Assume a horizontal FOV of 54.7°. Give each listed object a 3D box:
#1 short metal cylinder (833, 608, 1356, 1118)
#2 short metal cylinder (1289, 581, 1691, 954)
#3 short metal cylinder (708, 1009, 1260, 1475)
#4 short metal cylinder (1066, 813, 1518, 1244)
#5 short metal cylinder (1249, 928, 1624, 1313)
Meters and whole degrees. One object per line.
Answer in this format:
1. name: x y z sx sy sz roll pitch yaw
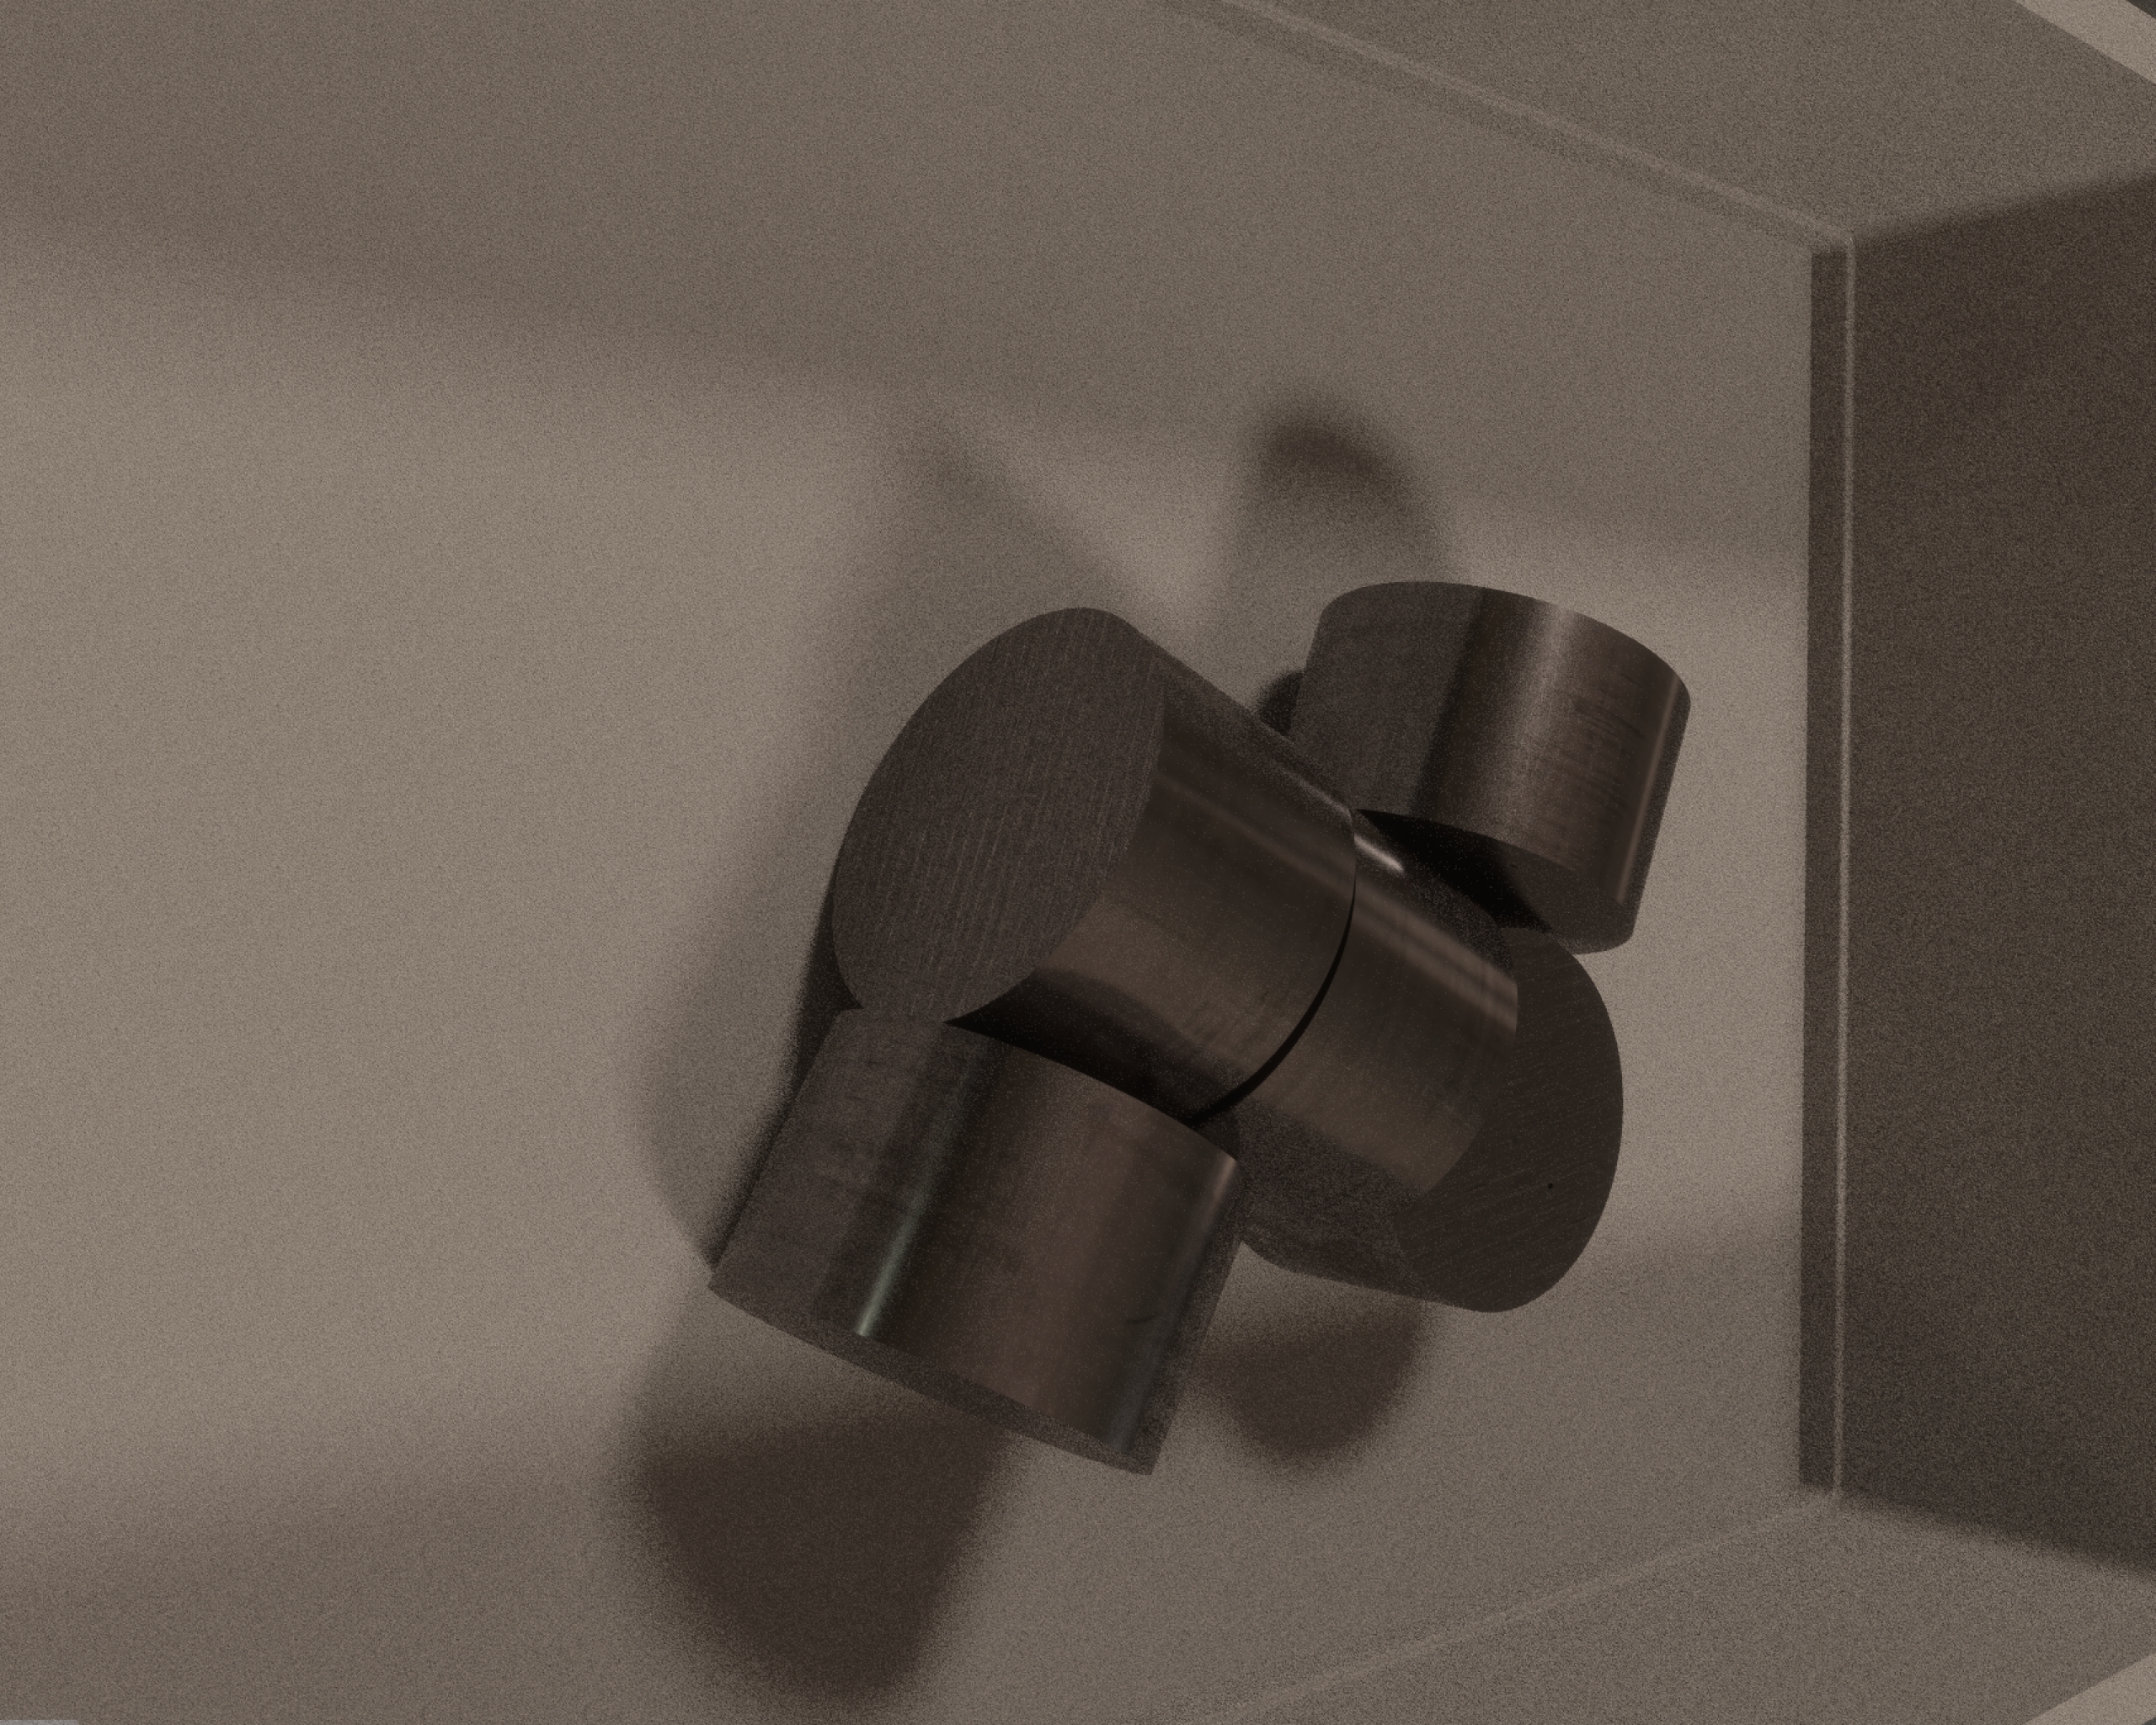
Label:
1. short metal cylinder: 0.002 0.002 0.372 0.050 0.080 0.080 32 70 -36
2. short metal cylinder: 0.083 -0.018 0.441 0.080 0.080 0.050 29 72 -37
3. short metal cylinder: -0.016 0.065 0.358 0.080 0.080 0.050 36 68 -35
4. short metal cylinder: 0.036 0.027 0.402 0.050 0.080 0.080 34 69 -36
5. short metal cylinder: 0.073 0.053 0.452 0.081 0.050 0.079 0 90 -40
